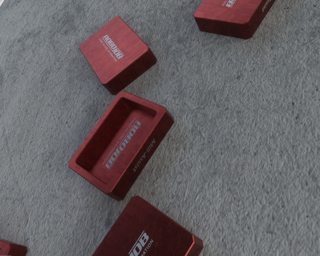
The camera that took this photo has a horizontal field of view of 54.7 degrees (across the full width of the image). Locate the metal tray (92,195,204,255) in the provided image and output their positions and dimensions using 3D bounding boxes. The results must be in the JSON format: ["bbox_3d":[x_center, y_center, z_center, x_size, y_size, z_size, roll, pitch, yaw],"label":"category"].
[{"bbox_3d":[-0.027,0.149,0.323,0.090,0.030,0.130,26,76,37],"label":"metal tray"}]

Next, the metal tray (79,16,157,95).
[{"bbox_3d":[-0.074,-0.124,0.516,0.090,0.030,0.130,-38,51,2],"label":"metal tray"}]

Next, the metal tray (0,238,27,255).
[{"bbox_3d":[-0.249,0.190,0.414,0.130,0.030,0.090,2,63,29],"label":"metal tray"}]

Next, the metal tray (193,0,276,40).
[{"bbox_3d":[0.121,-0.196,0.457,0.090,0.030,0.130,25,75,36],"label":"metal tray"}]

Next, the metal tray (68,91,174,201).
[{"bbox_3d":[-0.052,0.019,0.416,0.090,0.030,0.130,25,75,36],"label":"metal tray"}]
